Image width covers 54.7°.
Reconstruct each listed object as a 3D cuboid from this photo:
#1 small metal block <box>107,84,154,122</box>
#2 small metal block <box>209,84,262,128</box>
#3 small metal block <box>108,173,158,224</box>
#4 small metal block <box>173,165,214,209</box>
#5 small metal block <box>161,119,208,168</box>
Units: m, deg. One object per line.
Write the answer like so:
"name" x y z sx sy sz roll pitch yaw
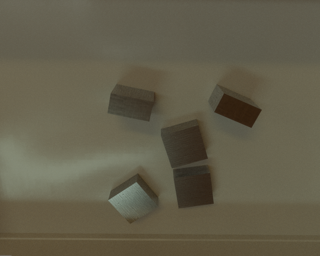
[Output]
"small metal block" -0.035 -0.032 0.386 0.050 0.050 0.025 11 110 -4
"small metal block" 0.092 -0.029 0.388 0.050 0.050 0.025 22 109 -8
"small metal block" -0.038 0.102 0.449 0.050 0.025 0.050 -34 107 11
"small metal block" 0.047 0.084 0.442 0.050 0.025 0.050 -9 110 3
"small metal block" 0.033 0.021 0.419 0.050 0.025 0.050 -16 110 6
